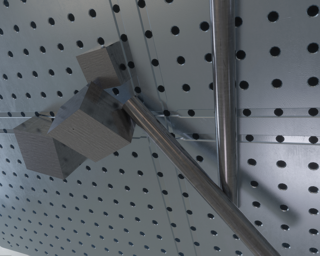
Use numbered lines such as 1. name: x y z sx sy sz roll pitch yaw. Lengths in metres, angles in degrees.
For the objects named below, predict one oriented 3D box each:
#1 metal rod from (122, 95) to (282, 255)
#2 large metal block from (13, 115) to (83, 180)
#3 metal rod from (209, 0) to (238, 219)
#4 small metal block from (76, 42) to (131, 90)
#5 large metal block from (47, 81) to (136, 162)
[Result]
1. metal rod: 0.059 0.076 0.398 0.300 0.025 0.025 48 129 5
2. large metal block: -0.182 0.030 0.510 0.080 0.050 0.079 10 123 23
3. metal rod: 0.078 -0.007 0.365 0.025 0.025 0.298 6 121 25
4. small metal block: -0.073 -0.078 0.401 0.050 0.025 0.050 -7 115 31
5. large metal block: -0.090 -0.005 0.421 0.080 0.050 0.080 37 134 -28
